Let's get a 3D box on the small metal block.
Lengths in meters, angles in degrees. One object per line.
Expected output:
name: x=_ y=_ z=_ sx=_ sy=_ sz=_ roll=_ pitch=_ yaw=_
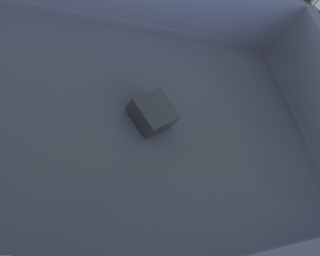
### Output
small metal block: x=-0.009 y=-0.020 z=0.410 sx=0.050 sy=0.025 sz=0.050 roll=-26 pitch=76 yaw=-37
